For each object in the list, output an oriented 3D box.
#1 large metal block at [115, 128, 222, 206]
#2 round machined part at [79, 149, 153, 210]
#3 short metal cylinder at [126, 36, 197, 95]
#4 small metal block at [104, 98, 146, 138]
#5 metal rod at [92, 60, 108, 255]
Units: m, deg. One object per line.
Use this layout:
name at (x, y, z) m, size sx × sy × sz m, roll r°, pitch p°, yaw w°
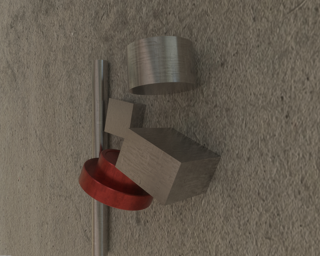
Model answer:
large metal block at (0.010, 0.039, 0.359) m, size 0.080 × 0.081 × 0.050 m, roll 31°, pitch 109°, yaw 35°
round machined part at (-0.049, 0.060, 0.396) m, size 0.098 × 0.099 × 0.042 m, roll 30°, pitch 104°, yaw 35°
short metal cylinder at (0.002, -0.070, 0.366) m, size 0.080 × 0.081 × 0.050 m, roll -7°, pitch 86°, yaw 39°
small metal block at (-0.051, -0.014, 0.444) m, size 0.050 × 0.025 × 0.050 m, roll 16°, pitch 100°, yaw 38°
metal rod at (-0.093, 0.046, 0.478) m, size 0.025 × 0.025 × 0.298 m, roll 0°, pitch 90°, yaw 39°
